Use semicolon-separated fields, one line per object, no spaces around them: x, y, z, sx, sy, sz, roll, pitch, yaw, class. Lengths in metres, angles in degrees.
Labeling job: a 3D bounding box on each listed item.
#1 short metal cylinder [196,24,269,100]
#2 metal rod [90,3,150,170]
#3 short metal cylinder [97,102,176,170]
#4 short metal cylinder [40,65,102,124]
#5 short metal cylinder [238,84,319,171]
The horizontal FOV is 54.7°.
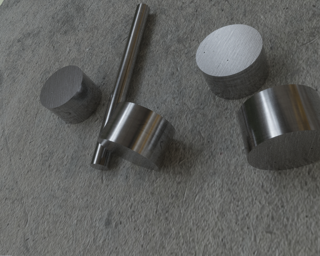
0.092;-0.083;0.391;0.080;0.050;0.080;-13;56;21;short metal cylinder
-0.055;-0.079;0.481;0.025;0.025;0.300;-3;60;26;metal rod
-0.028;0.011;0.377;0.080;0.080;0.050;14;69;34;short metal cylinder
-0.142;-0.053;0.494;0.080;0.050;0.080;-13;56;21;short metal cylinder
0.121;0.002;0.304;0.080;0.080;0.050;-16;55;19;short metal cylinder
